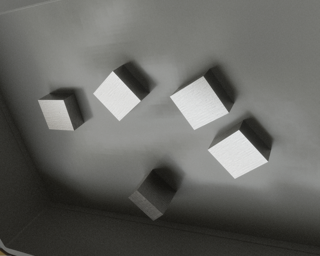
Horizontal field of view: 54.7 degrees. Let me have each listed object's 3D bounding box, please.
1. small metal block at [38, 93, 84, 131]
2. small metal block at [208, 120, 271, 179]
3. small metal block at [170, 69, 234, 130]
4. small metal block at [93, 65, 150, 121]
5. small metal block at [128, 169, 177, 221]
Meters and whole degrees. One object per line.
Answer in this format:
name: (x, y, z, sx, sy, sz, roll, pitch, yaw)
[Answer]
small metal block: (-0.149, -0.025, 0.470, 0.050, 0.025, 0.050, 3, 120, 26)
small metal block: (0.096, 0.027, 0.374, 0.050, 0.025, 0.050, 47, 129, -5)
small metal block: (0.049, -0.033, 0.362, 0.050, 0.025, 0.050, -29, 103, 37)
small metal block: (-0.051, -0.045, 0.406, 0.050, 0.025, 0.050, 47, 129, -5)
small metal block: (-0.010, 0.098, 0.457, 0.050, 0.050, 0.025, 43, 129, -2)
